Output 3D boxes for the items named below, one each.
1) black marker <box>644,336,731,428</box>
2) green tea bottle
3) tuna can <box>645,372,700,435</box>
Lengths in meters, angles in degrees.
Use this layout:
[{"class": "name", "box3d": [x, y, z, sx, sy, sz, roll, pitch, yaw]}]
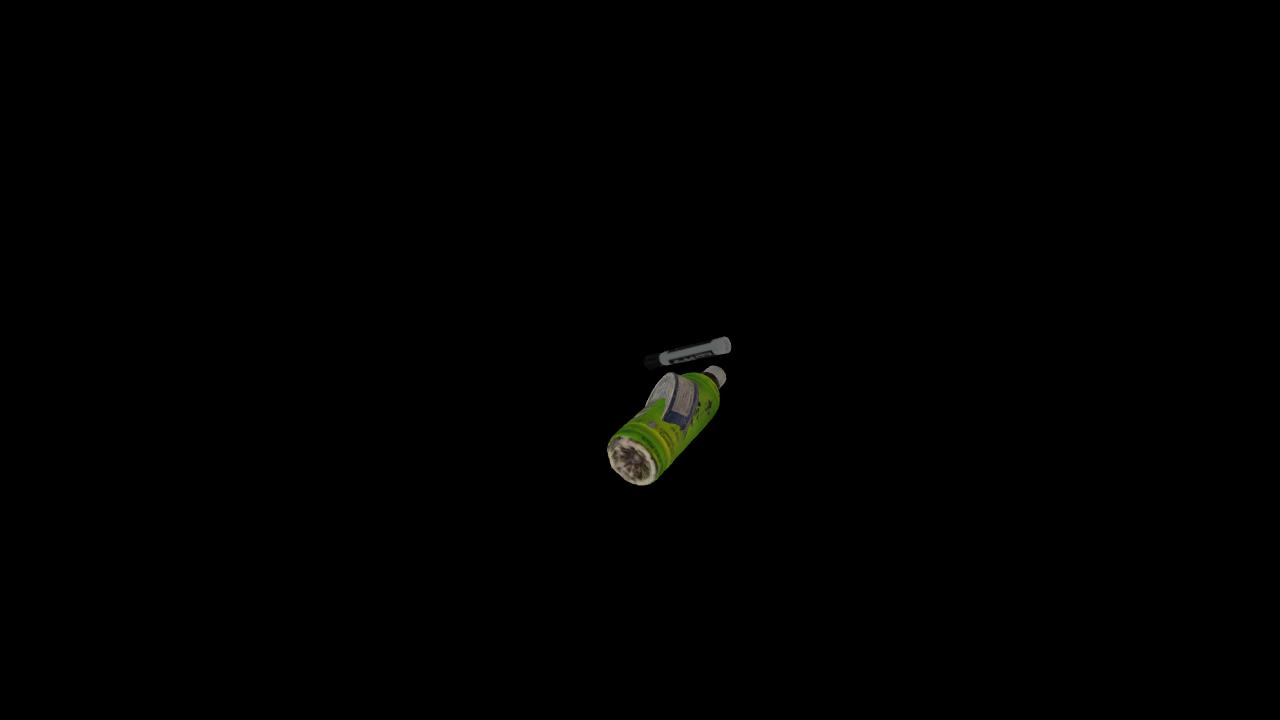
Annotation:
[{"class": "black marker", "box3d": [0.051, -0.007, 0.714, 0.121, 0.020, 0.020, -13, -9, 41]}, {"class": "green tea bottle", "box3d": [0.045, 0.065, 0.748, 0.073, 0.073, 0.212, 0, 28, 37]}, {"class": "tuna can", "box3d": [0.034, 0.058, 0.731, 0.034, 0.084, 0.084, 25, -7, -15]}]
